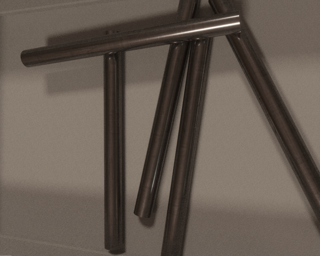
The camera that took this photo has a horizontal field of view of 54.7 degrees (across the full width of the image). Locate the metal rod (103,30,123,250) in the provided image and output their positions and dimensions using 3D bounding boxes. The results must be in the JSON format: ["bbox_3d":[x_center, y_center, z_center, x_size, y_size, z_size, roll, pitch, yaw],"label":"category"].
[{"bbox_3d":[-0.065,0.017,0.432,0.025,0.025,0.298,0,90,19],"label":"metal rod"}]

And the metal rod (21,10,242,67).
[{"bbox_3d":[-0.051,-0.110,0.399,0.301,0.025,0.025,-4,89,19],"label":"metal rod"}]

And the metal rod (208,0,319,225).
[{"bbox_3d":[0.132,-0.028,0.363,0.025,0.025,0.299,-27,82,18],"label":"metal rod"}]

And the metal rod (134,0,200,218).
[{"bbox_3d":[0.009,-0.029,0.406,0.025,0.025,0.298,14,94,19],"label":"metal rod"}]

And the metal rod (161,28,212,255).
[{"bbox_3d":[0.034,0.024,0.397,0.025,0.025,0.298,9,93,19],"label":"metal rod"}]
